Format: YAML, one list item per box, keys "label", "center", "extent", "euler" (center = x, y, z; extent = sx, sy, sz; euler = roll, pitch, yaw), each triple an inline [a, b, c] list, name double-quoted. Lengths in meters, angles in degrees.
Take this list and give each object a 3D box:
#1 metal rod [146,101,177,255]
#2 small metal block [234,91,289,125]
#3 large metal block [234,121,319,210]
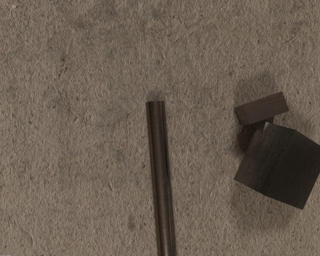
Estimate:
- label: "metal rod"
  center: [0.005, 0.114, 0.410]
  extent: [0.025, 0.025, 0.298]
  euler: [-5, 90, -1]
- label: "small metal block"
  center: [0.129, -0.024, 0.399]
  extent: [0.050, 0.050, 0.025]
  euler: [-19, 90, 0]
- label: "large metal block"
  center: [0.150, 0.046, 0.382]
  extent: [0.080, 0.050, 0.080]
  euler: [24, 90, -34]
